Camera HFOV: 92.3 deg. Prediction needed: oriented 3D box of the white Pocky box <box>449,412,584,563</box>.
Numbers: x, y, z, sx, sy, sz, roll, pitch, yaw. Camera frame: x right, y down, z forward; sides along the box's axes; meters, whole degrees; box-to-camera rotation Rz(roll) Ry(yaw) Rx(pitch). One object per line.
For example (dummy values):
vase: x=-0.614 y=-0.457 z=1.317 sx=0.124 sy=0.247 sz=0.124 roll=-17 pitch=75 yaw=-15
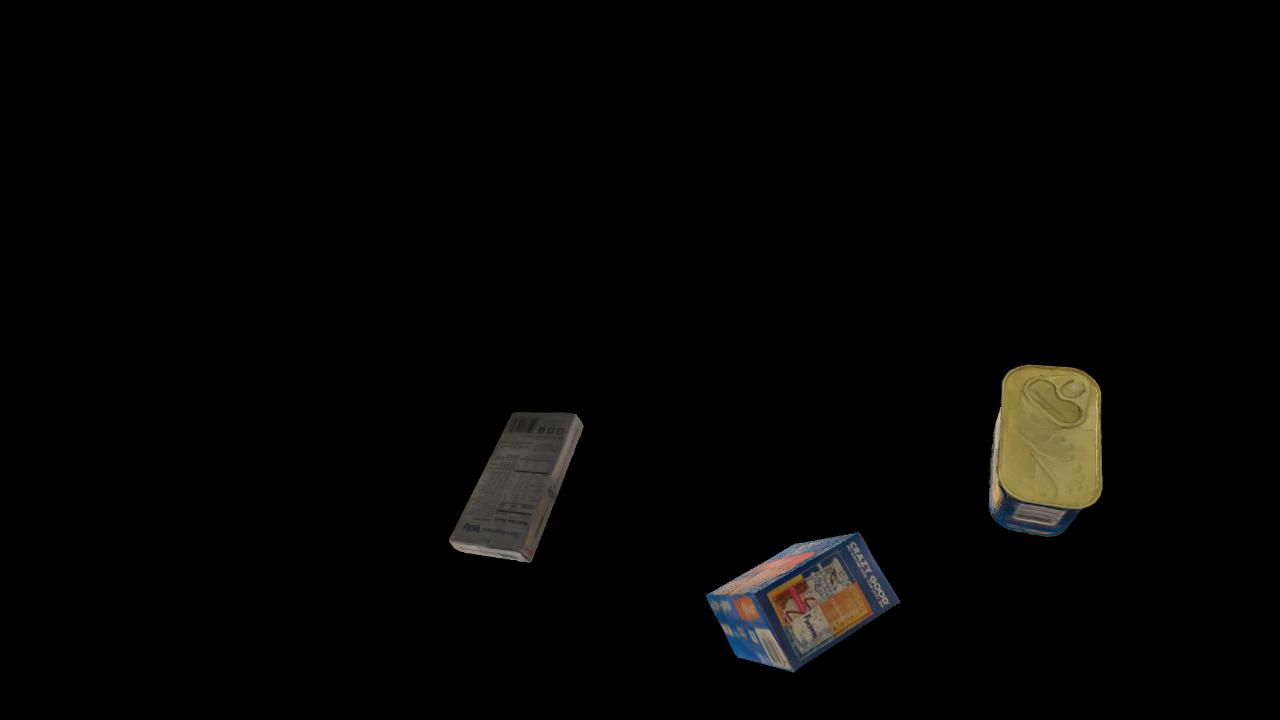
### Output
white Pocky box: x=-0.118 y=0.119 z=0.610 sx=0.084 sy=0.154 sz=0.028 roll=0 pitch=-42 yaw=24

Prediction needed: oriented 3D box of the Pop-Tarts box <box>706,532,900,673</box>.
Pop-Tarts box: x=0.172 y=0.267 z=0.689 sx=0.141 sy=0.083 sz=0.167 roll=-22 pitch=-14 yaw=-18

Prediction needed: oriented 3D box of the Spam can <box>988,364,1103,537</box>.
Spam can: x=0.285 y=0.068 z=0.440 sx=0.058 sy=0.101 sz=0.085 roll=7 pitch=-26 yaw=26
